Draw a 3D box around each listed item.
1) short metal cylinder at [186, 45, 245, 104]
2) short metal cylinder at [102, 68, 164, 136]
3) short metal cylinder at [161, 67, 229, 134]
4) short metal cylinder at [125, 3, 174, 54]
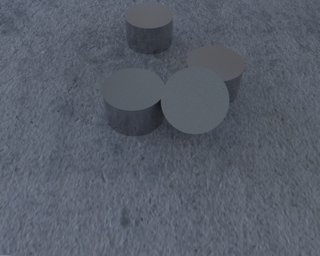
[{"bbox_3d":[0.078,-0.076,0.452,0.081,0.050,0.080,0,50,0],"label":"short metal cylinder"},{"bbox_3d":[-0.034,-0.035,0.416,0.081,0.050,0.080,0,50,0],"label":"short metal cylinder"},{"bbox_3d":[0.045,-0.036,0.390,0.080,0.079,0.050,9,10,7],"label":"short metal cylinder"},{"bbox_3d":[-0.018,-0.171,0.531,0.081,0.050,0.080,0,50,0],"label":"short metal cylinder"}]
